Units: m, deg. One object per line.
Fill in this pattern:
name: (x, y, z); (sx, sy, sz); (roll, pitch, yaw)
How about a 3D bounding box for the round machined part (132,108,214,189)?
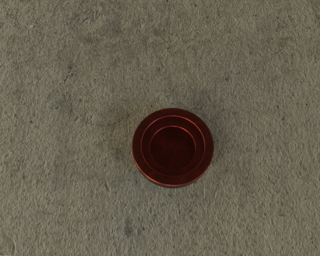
round machined part: (0.015, 0.027, 0.390); (0.099, 0.042, 0.098); (0, 70, -1)
